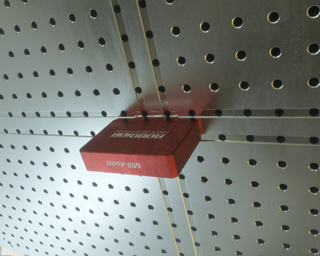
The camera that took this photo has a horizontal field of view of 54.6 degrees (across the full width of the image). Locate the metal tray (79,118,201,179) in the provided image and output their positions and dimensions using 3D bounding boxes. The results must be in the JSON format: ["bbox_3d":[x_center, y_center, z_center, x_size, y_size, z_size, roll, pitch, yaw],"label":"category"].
[{"bbox_3d":[-0.024,0.021,0.395,0.130,0.090,0.030,0,119,28],"label":"metal tray"}]
